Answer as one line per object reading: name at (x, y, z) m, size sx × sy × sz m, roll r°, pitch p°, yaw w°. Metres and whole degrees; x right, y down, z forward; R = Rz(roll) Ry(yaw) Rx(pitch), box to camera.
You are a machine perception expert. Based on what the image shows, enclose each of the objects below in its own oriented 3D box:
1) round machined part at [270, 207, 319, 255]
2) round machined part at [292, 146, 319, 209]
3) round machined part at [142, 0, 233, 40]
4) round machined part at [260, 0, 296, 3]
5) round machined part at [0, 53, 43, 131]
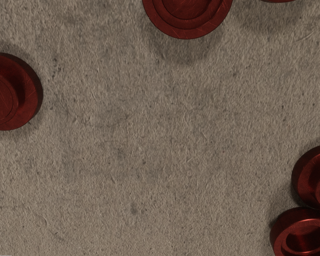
round machined part at (0.211, 0.156, 0.457) m, size 0.099 × 0.042 × 0.097 m, roll 1°, pitch 118°, yaw 2°
round machined part at (0.241, 0.074, 0.432) m, size 0.099 × 0.042 × 0.097 m, roll 0°, pitch 110°, yaw -1°
round machined part at (0.029, -0.151, 0.346) m, size 0.099 × 0.042 × 0.097 m, roll 0°, pitch 110°, yaw -1°
round machined part at (0.130, -0.187, 0.334) m, size 0.099 × 0.042 × 0.097 m, roll 0°, pitch 110°, yaw -1°
round machined part at (-0.202, -0.041, 0.383) m, size 0.099 × 0.042 × 0.097 m, roll 0°, pitch 110°, yaw -1°
